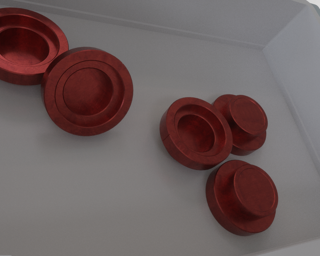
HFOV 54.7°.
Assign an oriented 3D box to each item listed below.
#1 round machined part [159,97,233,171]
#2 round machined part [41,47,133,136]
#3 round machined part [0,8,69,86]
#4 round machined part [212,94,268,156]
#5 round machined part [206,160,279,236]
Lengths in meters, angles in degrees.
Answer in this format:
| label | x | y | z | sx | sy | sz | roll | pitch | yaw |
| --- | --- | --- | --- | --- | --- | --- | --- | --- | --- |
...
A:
| label | x | y | z | sx | sy | sz | roll | pitch | yaw |
| --- | --- | --- | --- | --- | --- | --- | --- | --- | --- |
| round machined part | 0.044 | 0.011 | 0.411 | 0.099 | 0.042 | 0.098 | 14 | 56 | -21 |
| round machined part | -0.084 | -0.043 | 0.353 | 0.099 | 0.097 | 0.042 | -2 | 22 | -29 |
| round machined part | -0.161 | -0.089 | 0.362 | 0.099 | 0.042 | 0.098 | 14 | 56 | -21 |
| round machined part | 0.122 | -0.011 | 0.467 | 0.099 | 0.042 | 0.098 | 14 | 56 | -21 |
| round machined part | 0.113 | 0.086 | 0.403 | 0.099 | 0.042 | 0.098 | 14 | 56 | -21 |
